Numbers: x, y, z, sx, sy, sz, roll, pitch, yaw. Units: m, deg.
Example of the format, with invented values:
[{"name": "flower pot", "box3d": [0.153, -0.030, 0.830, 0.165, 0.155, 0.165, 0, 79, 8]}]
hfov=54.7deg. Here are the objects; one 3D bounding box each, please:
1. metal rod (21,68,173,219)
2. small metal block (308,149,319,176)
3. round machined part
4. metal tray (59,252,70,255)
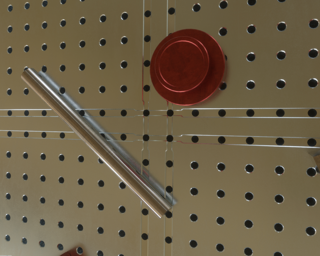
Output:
[{"name": "metal rod", "box3d": [-0.099, 0.014, 0.447, 0.300, 0.025, 0.025, 42, 103, 15]}, {"name": "small metal block", "box3d": [0.192, 0.032, 0.331, 0.050, 0.050, 0.025, -24, 82, 18]}, {"name": "round machined part", "box3d": [0.032, -0.077, 0.392, 0.098, 0.042, 0.097, 0, 90, 20]}, {"name": "metal tray", "box3d": [-0.174, 0.261, 0.471, 0.130, 0.030, 0.090, -34, 79, 16]}]
